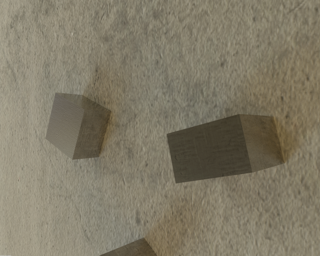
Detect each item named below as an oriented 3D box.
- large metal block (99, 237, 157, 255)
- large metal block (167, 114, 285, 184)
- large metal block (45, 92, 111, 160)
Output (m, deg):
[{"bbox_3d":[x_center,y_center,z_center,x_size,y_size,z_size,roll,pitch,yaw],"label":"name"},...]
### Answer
[{"bbox_3d":[-0.052,0.202,0.410,0.050,0.081,0.080,46,117,30],"label":"large metal block"},{"bbox_3d":[0.067,0.021,0.313,0.080,0.081,0.050,-17,80,38],"label":"large metal block"},{"bbox_3d":[-0.132,-0.005,0.495,0.080,0.050,0.079,28,107,36],"label":"large metal block"}]
